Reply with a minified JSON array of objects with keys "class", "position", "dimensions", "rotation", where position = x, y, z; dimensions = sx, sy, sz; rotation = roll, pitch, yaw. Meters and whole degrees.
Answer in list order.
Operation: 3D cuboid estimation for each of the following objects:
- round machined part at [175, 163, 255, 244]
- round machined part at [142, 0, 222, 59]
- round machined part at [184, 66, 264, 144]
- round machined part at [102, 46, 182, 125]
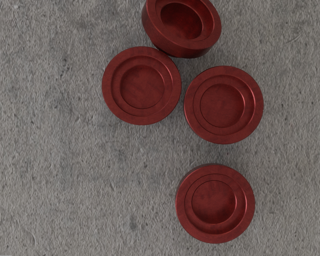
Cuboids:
[{"class":"round machined part","position":[0.068,0.094,0.402],"dimensions":[0.099,0.042,0.097],"rotation":[0,90,0]},{"class":"round machined part","position":[0.024,-0.128,0.388],"dimensions":[0.099,0.042,0.098],"rotation":[8,65,-19]},{"class":"round machined part","position":[0.079,-0.028,0.402],"dimensions":[0.099,0.042,0.097],"rotation":[0,90,0]},{"class":"round machined part","position":[-0.022,-0.052,0.401],"dimensions":[0.099,0.042,0.097],"rotation":[0,90,0]}]
